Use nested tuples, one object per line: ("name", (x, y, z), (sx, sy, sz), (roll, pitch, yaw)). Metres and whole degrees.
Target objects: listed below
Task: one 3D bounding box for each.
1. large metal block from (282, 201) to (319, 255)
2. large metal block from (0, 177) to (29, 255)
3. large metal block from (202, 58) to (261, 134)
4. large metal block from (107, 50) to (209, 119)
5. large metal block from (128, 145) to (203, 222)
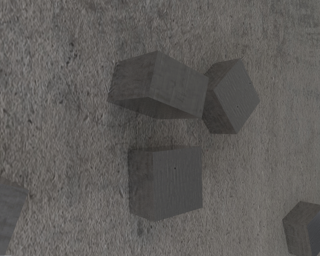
("large metal block", (0.304, 0.211, 0.643), (0.081, 0.050, 0.080), (-25, 106, -37))
("large metal block", (-0.160, 0.056, 0.235), (0.080, 0.080, 0.050), (26, 74, -37))
("large metal block", (0.099, -0.047, 0.471), (0.080, 0.050, 0.080), (-48, 119, -29))
("large metal block", (-0.003, -0.045, 0.366), (0.080, 0.080, 0.050), (19, 78, -39))
("large metal block", (0.008, 0.065, 0.395), (0.081, 0.050, 0.079), (-3, 92, -40))
